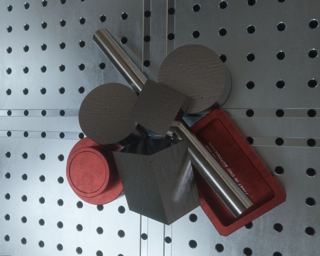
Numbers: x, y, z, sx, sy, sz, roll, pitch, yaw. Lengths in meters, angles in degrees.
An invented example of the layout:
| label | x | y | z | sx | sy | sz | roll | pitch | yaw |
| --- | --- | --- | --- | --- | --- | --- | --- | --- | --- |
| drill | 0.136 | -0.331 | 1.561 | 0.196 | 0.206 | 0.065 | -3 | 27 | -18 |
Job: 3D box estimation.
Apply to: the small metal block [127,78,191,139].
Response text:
| label | x | y | z | sx | sy | sz | roll | pitch | yaw |
| --- | --- | --- | --- | --- | --- | --- | --- | --- | --- |
| small metal block | -0.001 | -0.021 | 0.353 | 0.050 | 0.025 | 0.050 | 28 | 91 | 18 |

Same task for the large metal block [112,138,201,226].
| label | x | y | z | sx | sy | sz | roll | pitch | yaw |
| --- | --- | --- | --- | --- | --- | --- | --- | --- | --- |
| large metal block | -0.005 | 0.059 | 0.369 | 0.080 | 0.050 | 0.080 | -1 | 107 | 53 |

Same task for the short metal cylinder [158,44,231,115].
| label | x | y | z | sx | sy | sz | roll | pitch | yaw |
| --- | --- | --- | --- | --- | --- | --- | --- | --- | --- |
| short metal cylinder | 0.044 | -0.057 | 0.380 | 0.080 | 0.050 | 0.079 | 0 | 90 | 20 |

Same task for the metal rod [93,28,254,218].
| label | x | y | z | sx | sy | sz | roll | pitch | yaw |
| --- | --- | --- | --- | --- | --- | --- | --- | --- | --- |
| metal rod | 0.003 | -0.022 | 0.381 | 0.025 | 0.025 | 0.300 | -45 | 67 | 14 |

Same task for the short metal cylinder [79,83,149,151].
| label | x | y | z | sx | sy | sz | roll | pitch | yaw |
| --- | --- | --- | --- | --- | --- | --- | --- | --- | --- |
| short metal cylinder | -0.057 | -0.012 | 0.404 | 0.080 | 0.050 | 0.080 | -3 | 73 | 10 |

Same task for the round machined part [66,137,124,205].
| label | x | y | z | sx | sy | sz | roll | pitch | yaw |
| --- | --- | --- | --- | --- | --- | --- | --- | --- | --- |
| round machined part | -0.090 | 0.059 | 0.430 | 0.098 | 0.042 | 0.097 | 0 | 90 | 19 |

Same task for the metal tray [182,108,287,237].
| label | x | y | z | sx | sy | sz | roll | pitch | yaw |
| --- | --- | --- | --- | --- | --- | --- | --- | --- | --- |
| metal tray | 0.077 | 0.052 | 0.379 | 0.090 | 0.030 | 0.130 | -38 | 78 | 16 |
